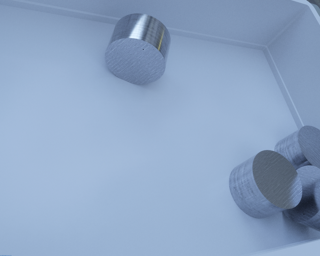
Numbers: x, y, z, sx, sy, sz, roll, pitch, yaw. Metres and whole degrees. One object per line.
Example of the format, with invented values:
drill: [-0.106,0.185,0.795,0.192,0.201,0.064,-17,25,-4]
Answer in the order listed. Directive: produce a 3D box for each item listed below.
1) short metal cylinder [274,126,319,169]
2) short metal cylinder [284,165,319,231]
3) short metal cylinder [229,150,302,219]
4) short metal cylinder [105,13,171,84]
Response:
short metal cylinder: [0.229,0.043,0.487,0.081,0.050,0.080,14,56,-21]
short metal cylinder: [0.216,0.098,0.427,0.050,0.080,0.080,24,53,-14]
short metal cylinder: [0.142,0.076,0.419,0.081,0.050,0.080,14,56,-21]
short metal cylinder: [-0.029,-0.105,0.419,0.080,0.080,0.050,22,54,-16]
